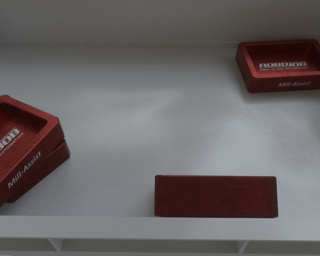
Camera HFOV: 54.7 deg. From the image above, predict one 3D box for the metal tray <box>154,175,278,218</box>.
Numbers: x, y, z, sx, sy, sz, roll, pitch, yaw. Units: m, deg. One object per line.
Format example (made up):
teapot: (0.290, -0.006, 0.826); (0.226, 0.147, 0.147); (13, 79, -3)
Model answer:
metal tray: (0.042, 0.060, 0.287); (0.091, 0.130, 0.030); (1, 80, 1)

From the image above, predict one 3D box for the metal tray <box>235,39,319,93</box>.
metal tray: (0.194, -0.099, 0.486); (0.131, 0.030, 0.090); (-4, 50, -3)

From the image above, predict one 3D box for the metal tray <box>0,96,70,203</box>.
metal tray: (-0.189, 0.020, 0.384); (0.130, 0.030, 0.090); (32, 57, 24)

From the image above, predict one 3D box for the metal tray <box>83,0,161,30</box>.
metal tray: (-0.074, -0.245, 0.610); (0.130, 0.030, 0.090); (26, 55, 20)

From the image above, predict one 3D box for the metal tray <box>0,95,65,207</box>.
metal tray: (-0.182, 0.027, 0.337); (0.090, 0.030, 0.130); (22, 53, 17)
